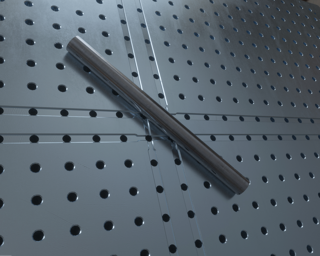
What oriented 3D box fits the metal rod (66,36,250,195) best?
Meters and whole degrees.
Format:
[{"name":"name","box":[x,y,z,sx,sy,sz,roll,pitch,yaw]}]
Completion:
[{"name":"metal rod","box":[-0.002,-0.016,0.417,0.300,0.025,0.025,40,51,-1]}]
